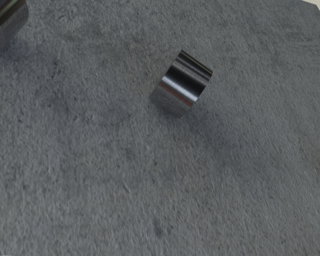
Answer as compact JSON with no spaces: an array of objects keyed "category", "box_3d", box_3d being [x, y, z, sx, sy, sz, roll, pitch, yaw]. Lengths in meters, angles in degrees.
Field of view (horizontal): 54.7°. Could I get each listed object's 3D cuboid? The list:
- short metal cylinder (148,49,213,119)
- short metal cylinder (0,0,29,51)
[{"category":"short metal cylinder","box_3d":[0.027,-0.060,0.421,0.050,0.080,0.080,34,51,-6]},{"category":"short metal cylinder","box_3d":[-0.197,-0.130,0.342,0.080,0.080,0.050,27,52,-12]}]
